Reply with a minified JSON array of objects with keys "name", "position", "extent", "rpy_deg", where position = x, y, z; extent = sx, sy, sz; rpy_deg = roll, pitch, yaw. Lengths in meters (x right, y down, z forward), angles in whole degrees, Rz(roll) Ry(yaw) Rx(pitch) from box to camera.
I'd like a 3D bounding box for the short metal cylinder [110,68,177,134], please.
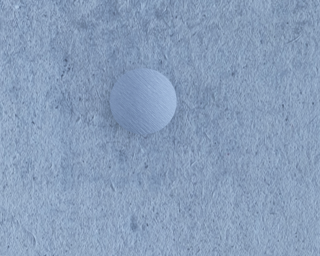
[{"name":"short metal cylinder","position":[-0.020,-0.032,0.397],"extent":[0.080,0.050,0.080],"rpy_deg":[0,90,0]}]
